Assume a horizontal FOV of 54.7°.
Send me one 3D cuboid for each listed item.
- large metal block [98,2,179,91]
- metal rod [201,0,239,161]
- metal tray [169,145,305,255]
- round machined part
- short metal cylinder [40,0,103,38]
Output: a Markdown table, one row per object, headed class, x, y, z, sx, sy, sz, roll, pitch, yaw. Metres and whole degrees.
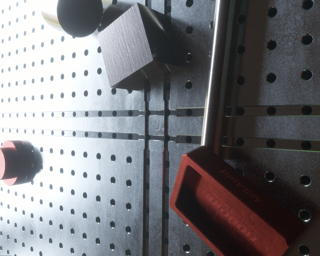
| class | x | y | z | sx | sy | sz | roll | pitch | yaw |
| --- | --- | --- | --- | --- | --- | --- | --- | --- | --- |
| large metal block | -0.031 | -0.105 | 0.417 | 0.080 | 0.050 | 0.080 | -24 | 75 | 37 |
| metal rod | 0.072 | -0.111 | 0.348 | 0.025 | 0.025 | 0.298 | 9 | 96 | 39 |
| metal tray | 0.070 | 0.091 | 0.326 | 0.130 | 0.030 | 0.089 | 40 | 135 | 32 |
| round machined part | -0.325 | 0.075 | 0.662 | 0.098 | 0.042 | 0.097 | 0 | 90 | 39 |
| short metal cylinder | -0.137 | -0.187 | 0.484 | 0.050 | 0.081 | 0.079 | 29 | 108 | 36 |
